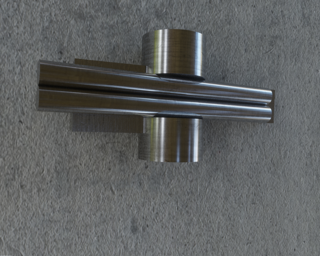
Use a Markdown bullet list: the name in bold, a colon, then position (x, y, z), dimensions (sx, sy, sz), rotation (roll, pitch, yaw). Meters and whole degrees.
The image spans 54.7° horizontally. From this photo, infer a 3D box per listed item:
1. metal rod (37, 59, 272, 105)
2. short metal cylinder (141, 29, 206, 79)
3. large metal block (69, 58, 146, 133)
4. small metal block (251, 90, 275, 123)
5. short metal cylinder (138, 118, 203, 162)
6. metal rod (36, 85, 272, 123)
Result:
- **metal rod**: position (0.016, -0.049, 0.369), dimensions (0.303, 0.025, 0.025), rotation (2, 90, -28)
- **short metal cylinder**: position (0.017, -0.086, 0.387), dimensions (0.081, 0.080, 0.050), rotation (2, 90, -20)
- **large metal block**: position (-0.065, -0.035, 0.373), dimensions (0.081, 0.050, 0.080), rotation (2, 90, -20)
- **small metal block**: position (0.142, -0.033, 0.463), dimensions (0.050, 0.025, 0.050), rotation (3, 89, -20)
- **short metal cylinder**: position (0.013, 0.014, 0.386), dimensions (0.081, 0.080, 0.050), rotation (2, 90, -20)
- **metal rod**: position (0.016, -0.024, 0.369), dimensions (0.303, 0.025, 0.025), rotation (2, 90, -28)
